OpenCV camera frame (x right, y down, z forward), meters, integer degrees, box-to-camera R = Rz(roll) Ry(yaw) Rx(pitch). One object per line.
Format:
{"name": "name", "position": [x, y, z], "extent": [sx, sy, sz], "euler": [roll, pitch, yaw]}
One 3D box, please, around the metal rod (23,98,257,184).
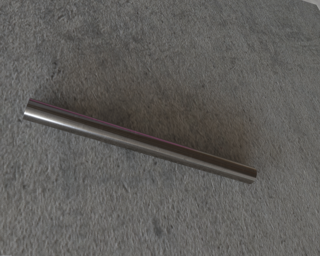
{"name": "metal rod", "position": [-0.009, 0.023, 0.386], "extent": [0.302, 0.025, 0.025], "euler": [18, 55, -18]}
